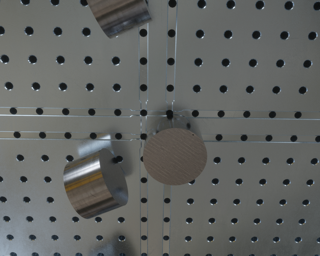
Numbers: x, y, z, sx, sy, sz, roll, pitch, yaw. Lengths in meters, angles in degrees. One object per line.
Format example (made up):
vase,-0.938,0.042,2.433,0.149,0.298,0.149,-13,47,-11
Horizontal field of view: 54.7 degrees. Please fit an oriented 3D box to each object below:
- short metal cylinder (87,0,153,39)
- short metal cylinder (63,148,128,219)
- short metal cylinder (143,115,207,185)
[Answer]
short metal cylinder,-0.047,-0.143,0.331,0.050,0.080,0.080,-21,109,8
short metal cylinder,-0.083,0.073,0.410,0.050,0.080,0.080,-23,109,8
short metal cylinder,0.019,0.028,0.411,0.081,0.050,0.079,0,110,0
